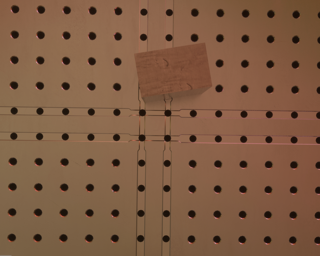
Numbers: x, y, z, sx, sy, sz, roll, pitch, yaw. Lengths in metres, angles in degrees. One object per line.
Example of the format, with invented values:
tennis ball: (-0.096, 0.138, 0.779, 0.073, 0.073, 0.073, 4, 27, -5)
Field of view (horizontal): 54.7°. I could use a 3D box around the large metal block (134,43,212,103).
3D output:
large metal block: (0.015, -0.065, 0.386, 0.081, 0.080, 0.050, -9, 90, 0)
